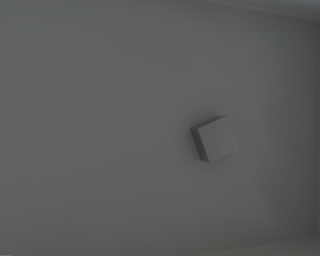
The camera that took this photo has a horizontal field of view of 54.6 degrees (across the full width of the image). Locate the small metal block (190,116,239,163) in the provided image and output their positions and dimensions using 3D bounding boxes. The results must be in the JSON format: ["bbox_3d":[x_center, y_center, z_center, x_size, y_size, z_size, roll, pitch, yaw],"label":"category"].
[{"bbox_3d":[0.077,0.015,0.439,0.050,0.025,0.050,-23,98,-19],"label":"small metal block"}]
